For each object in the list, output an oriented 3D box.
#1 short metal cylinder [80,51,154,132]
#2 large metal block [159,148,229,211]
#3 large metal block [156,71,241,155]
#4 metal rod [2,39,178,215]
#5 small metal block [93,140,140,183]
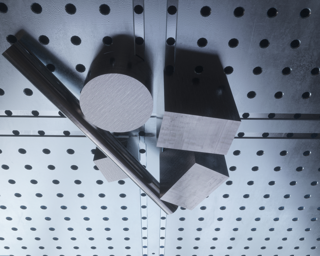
[{"bbox_3d":[-0.048,-0.041,0.359,0.081,0.050,0.079,-1,130,-1],"label":"short metal cylinder"},{"bbox_3d":[0.042,0.050,0.419,0.050,0.080,0.080,25,126,-20],"label":"large metal block"},{"bbox_3d":[0.040,-0.019,0.360,0.081,0.080,0.050,7,130,-7],"label":"large metal block"},{"bbox_3d":[-0.072,0.015,0.397,0.025,0.025,0.300,-30,117,23],"label":"metal rod"},{"bbox_3d":[-0.062,0.050,0.453,0.050,0.025,0.050,-15,129,12],"label":"small metal block"}]
